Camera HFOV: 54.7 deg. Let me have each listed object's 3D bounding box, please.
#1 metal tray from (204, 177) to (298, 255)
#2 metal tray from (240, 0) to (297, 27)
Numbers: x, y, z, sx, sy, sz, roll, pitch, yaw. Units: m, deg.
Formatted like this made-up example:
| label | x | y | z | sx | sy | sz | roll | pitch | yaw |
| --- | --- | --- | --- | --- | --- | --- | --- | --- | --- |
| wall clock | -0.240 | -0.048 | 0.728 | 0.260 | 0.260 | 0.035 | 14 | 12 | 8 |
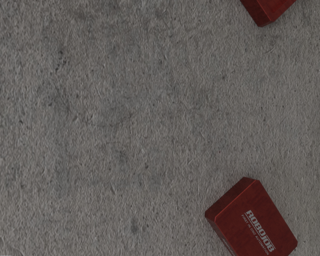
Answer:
| label | x | y | z | sx | sy | sz | roll | pitch | yaw |
| --- | --- | --- | --- | --- | --- | --- | --- | --- | --- |
| metal tray | 0.136 | 0.149 | 0.457 | 0.090 | 0.030 | 0.130 | -38 | 102 | -16 |
| metal tray | 0.176 | -0.229 | 0.470 | 0.130 | 0.030 | 0.090 | -44 | 104 | -15 |
